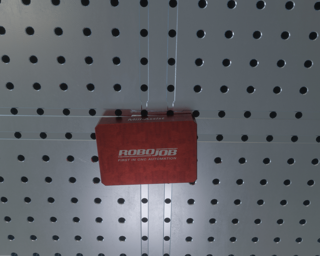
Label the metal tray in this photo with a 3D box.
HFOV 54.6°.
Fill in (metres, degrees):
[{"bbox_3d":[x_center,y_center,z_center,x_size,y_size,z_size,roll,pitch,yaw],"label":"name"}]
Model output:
[{"bbox_3d":[-0.016,0.030,0.422,0.131,0.030,0.089,-2,110,0],"label":"metal tray"}]
